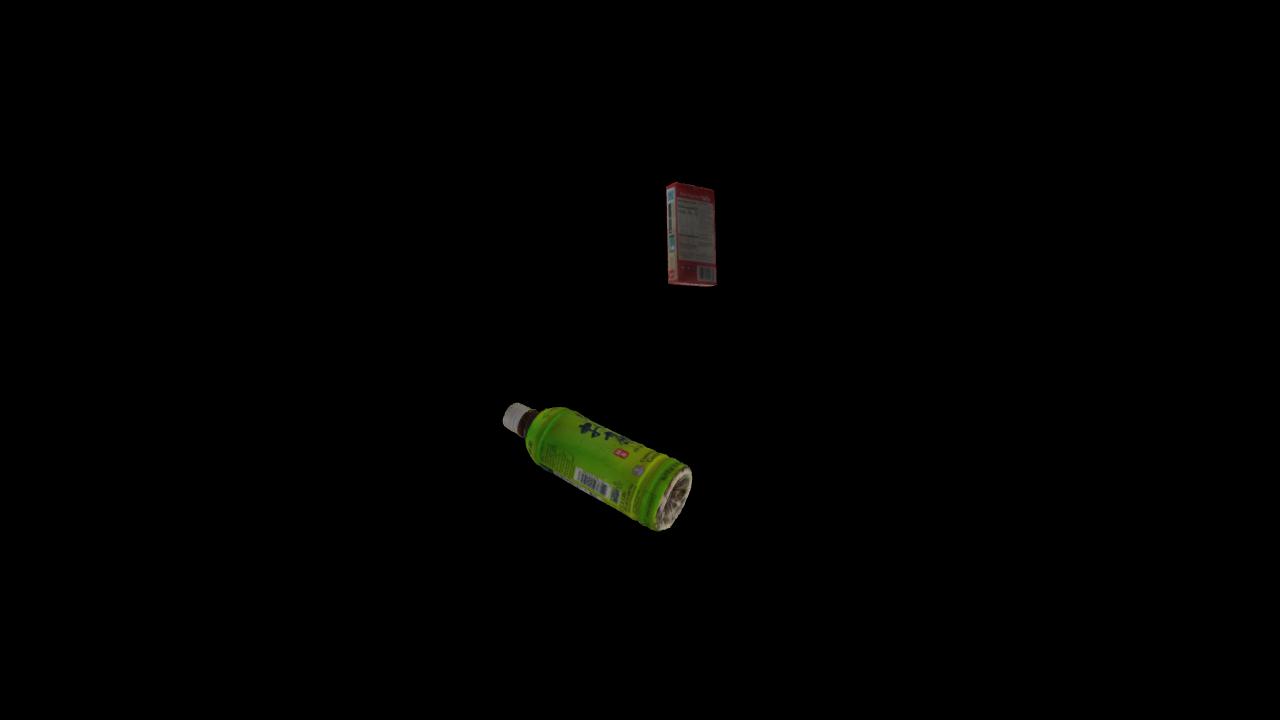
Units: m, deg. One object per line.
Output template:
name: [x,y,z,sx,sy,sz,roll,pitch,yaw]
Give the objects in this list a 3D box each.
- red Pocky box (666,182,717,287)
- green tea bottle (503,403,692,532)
red Pocky box: [0.081,-0.194,0.965,0.083,0.155,0.028,0,-2,-35]
green tea bottle: [-0.053,0.096,0.624,0.212,0.073,0.073,22,10,24]
